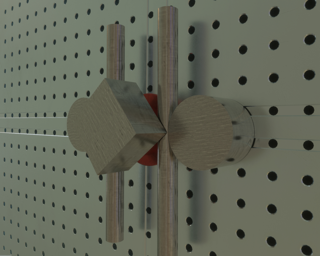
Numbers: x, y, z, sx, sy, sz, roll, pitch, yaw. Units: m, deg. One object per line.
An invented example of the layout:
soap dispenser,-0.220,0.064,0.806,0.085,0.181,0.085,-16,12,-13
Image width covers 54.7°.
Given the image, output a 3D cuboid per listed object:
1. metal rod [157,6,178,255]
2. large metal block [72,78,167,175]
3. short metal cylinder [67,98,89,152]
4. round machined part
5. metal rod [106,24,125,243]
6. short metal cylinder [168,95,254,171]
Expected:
metal rod,0.009,0.006,0.375,0.025,0.025,0.298,0,90,40
large metal block,-0.051,-0.001,0.374,0.080,0.050,0.080,-46,63,30
short metal cylinder,-0.097,-0.005,0.474,0.080,0.050,0.080,0,90,40
round machined part,-0.018,0.002,0.414,0.098,0.042,0.097,0,90,40
metal rod,-0.063,0.007,0.434,0.025,0.025,0.298,1,90,40
short metal cylinder,0.056,0.005,0.346,0.080,0.050,0.080,0,90,40
